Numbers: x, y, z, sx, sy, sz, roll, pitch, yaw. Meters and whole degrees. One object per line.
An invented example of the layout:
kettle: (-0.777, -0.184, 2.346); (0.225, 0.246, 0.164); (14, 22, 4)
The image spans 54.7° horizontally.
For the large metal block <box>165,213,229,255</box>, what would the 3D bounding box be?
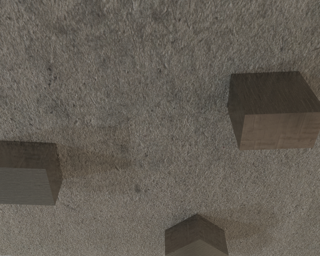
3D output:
large metal block: (0.066, 0.212, 0.572); (0.080, 0.050, 0.080); (-37, 122, 27)

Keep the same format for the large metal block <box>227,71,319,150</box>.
large metal block: (0.126, -0.022, 0.354); (0.080, 0.080, 0.050); (-2, 130, 1)

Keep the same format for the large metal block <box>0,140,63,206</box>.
large metal block: (-0.191, 0.066, 0.445); (0.081, 0.050, 0.079); (3, 130, -3)
